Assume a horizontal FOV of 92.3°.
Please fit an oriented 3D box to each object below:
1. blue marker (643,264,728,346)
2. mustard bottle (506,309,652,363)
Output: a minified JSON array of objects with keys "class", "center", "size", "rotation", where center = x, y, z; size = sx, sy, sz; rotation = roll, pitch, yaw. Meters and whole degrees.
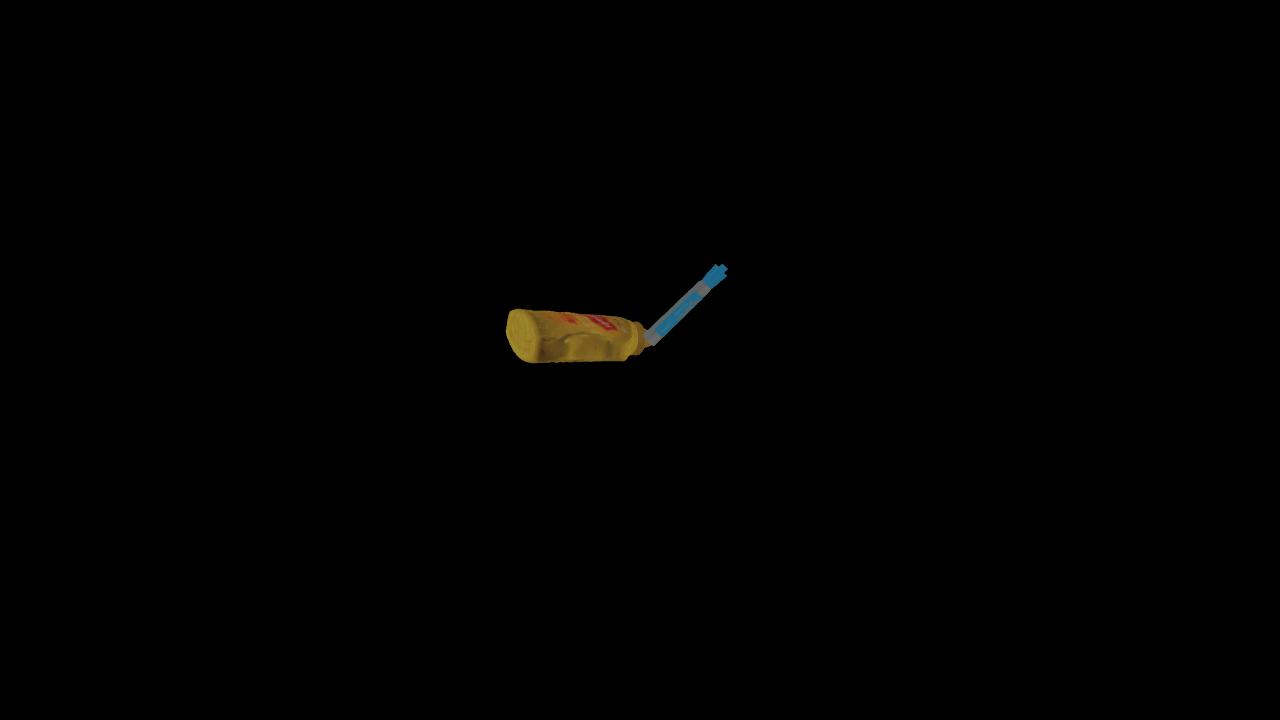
[{"class":"blue marker","center":[0.052,-0.063,0.697],"size":[0.121,0.020,0.020],"rotation":[-44,-12,13]},{"class":"mustard bottle","center":[-0.059,-0.027,0.735],"size":[0.184,0.054,0.092],"rotation":[0,18,-36]}]
